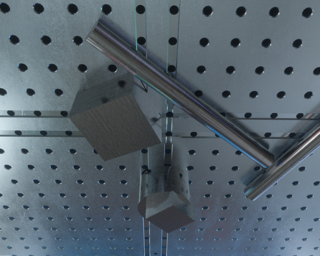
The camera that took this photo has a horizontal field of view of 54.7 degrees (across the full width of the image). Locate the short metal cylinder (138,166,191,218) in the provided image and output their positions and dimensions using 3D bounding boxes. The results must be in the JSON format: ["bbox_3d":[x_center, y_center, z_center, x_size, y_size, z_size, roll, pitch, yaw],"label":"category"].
[{"bbox_3d":[0.007,0.105,0.484,0.081,0.050,0.079,0,130,0],"label":"short metal cylinder"}]

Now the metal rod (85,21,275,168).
[{"bbox_3d":[0.042,-0.027,0.388,0.301,0.025,0.025,33,123,-25],"label":"metal rod"}]

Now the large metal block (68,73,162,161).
[{"bbox_3d":[-0.051,-0.013,0.384,0.080,0.050,0.080,-19,128,15],"label":"large metal block"}]

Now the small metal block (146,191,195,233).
[{"bbox_3d":[0.015,0.123,0.451,0.050,0.025,0.050,-33,123,24],"label":"small metal block"}]

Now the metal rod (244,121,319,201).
[{"bbox_3d":[0.218,0.007,0.419,0.025,0.025,0.298,22,127,-18],"label":"metal rod"}]
